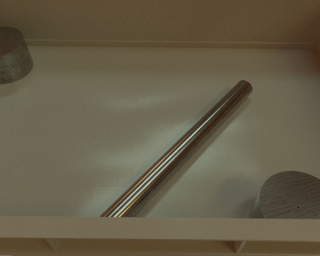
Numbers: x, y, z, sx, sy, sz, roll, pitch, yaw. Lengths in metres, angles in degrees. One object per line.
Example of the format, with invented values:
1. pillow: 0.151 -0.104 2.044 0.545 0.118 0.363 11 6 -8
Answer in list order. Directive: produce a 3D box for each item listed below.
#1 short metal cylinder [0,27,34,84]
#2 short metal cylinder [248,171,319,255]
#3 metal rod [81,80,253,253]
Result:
1. short metal cylinder: -0.246 -0.113 0.481 0.081 0.050 0.080 0 50 0
2. short metal cylinder: 0.136 0.091 0.314 0.081 0.050 0.080 0 50 0
3. metal rod: 0.028 0.028 0.382 0.025 0.025 0.302 33 57 24
